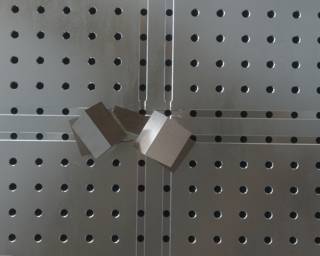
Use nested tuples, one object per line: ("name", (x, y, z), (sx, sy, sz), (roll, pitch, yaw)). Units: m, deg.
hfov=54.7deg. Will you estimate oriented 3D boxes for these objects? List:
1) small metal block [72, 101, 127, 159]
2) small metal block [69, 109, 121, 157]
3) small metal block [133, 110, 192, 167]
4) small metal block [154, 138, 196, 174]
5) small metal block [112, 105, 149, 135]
("small metal block", (-0.074, 0.004, 0.372), (0.025, 0.050, 0.050), (-37, 91, -39))
("small metal block", (-0.086, 0.005, 0.412), (0.050, 0.025, 0.050), (-19, 90, -1))
("small metal block", (0.004, 0.014, 0.374), (0.050, 0.025, 0.050), (32, 89, -45))
("small metal block", (0.012, 0.024, 0.414), (0.050, 0.025, 0.050), (36, 90, -1))
("small metal block", (-0.035, -0.008, 0.400), (0.050, 0.050, 0.025), (19, 90, -1))
